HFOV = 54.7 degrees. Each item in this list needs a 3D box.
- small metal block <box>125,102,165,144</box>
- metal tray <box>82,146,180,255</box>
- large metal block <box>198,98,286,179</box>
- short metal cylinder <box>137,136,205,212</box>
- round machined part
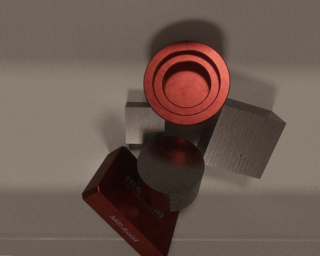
[{"bbox_3d":[-0.019,-0.007,0.409,0.050,0.025,0.050,1,110,-1],"label":"small metal block"},{"bbox_3d":[-0.032,0.098,0.409,0.030,0.090,0.130,-31,109,30],"label":"metal tray"},{"bbox_3d":[0.101,0.011,0.403,0.080,0.050,0.079,16,109,-7],"label":"large metal block"},{"bbox_3d":[0.012,0.057,0.388,0.081,0.080,0.050,1,142,-1],"label":"short metal cylinder"},{"bbox_3d":[0.032,-0.051,0.371,0.099,0.042,0.097,0,86,7],"label":"round machined part"}]
